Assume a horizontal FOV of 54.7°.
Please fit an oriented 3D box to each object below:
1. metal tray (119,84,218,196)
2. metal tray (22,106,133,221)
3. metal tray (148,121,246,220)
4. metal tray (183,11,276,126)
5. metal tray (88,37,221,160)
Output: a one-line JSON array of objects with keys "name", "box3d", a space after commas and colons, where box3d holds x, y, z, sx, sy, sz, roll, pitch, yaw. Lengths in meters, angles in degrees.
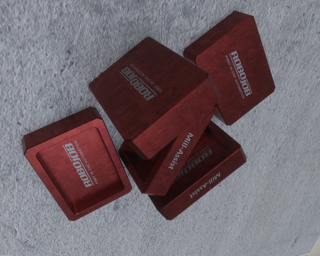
[{"name": "metal tray", "box3d": [0.004, 0.004, 0.372, 0.030, 0.090, 0.129, 18, 109, -36]}, {"name": "metal tray", "box3d": [-0.096, 0.048, 0.383, 0.091, 0.030, 0.129, -26, 128, -13]}, {"name": "metal tray", "box3d": [0.037, 0.050, 0.419, 0.130, 0.090, 0.030, -37, 130, -4]}, {"name": "metal tray", "box3d": [0.097, -0.075, 0.414, 0.090, 0.030, 0.130, -38, 130, -3]}, {"name": "metal tray", "box3d": [-0.013, -0.038, 0.311, 0.090, 0.130, 0.030, -40, 130, -2]}]
